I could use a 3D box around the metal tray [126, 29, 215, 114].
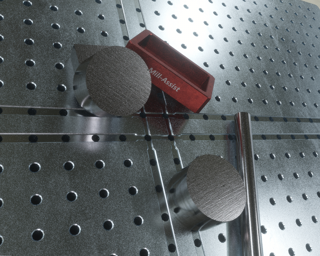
[{"bbox_3d":[0.015,-0.084,0.444,0.130,0.030,0.090,34,30,-6],"label":"metal tray"}]

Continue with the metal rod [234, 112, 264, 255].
[{"bbox_3d":[0.117,0.106,0.406,0.025,0.025,0.300,18,55,-18],"label":"metal rod"}]

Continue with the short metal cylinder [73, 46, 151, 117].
[{"bbox_3d":[-0.058,-0.053,0.373,0.081,0.050,0.080,0,89,-31],"label":"short metal cylinder"}]

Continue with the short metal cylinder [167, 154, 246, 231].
[{"bbox_3d":[0.055,0.078,0.374,0.081,0.050,0.080,14,56,-21],"label":"short metal cylinder"}]

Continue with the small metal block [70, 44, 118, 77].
[{"bbox_3d":[-0.087,-0.083,0.412,0.050,0.025,0.050,-6,64,-31],"label":"small metal block"}]
